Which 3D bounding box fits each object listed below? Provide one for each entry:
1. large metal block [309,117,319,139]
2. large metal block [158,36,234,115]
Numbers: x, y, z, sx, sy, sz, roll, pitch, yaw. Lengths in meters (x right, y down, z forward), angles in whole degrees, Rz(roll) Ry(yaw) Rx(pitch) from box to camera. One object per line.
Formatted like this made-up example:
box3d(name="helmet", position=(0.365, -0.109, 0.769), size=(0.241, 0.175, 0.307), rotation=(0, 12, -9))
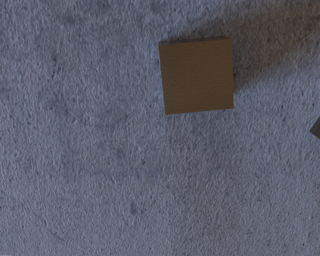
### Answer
box3d(name="large metal block", position=(0.260, -0.004, 0.399), size=(0.080, 0.050, 0.080), rotation=(24, 108, -9))
box3d(name="large metal block", position=(0.042, -0.065, 0.373), size=(0.080, 0.050, 0.079), rotation=(-5, 110, 1))
